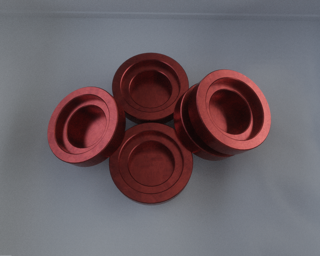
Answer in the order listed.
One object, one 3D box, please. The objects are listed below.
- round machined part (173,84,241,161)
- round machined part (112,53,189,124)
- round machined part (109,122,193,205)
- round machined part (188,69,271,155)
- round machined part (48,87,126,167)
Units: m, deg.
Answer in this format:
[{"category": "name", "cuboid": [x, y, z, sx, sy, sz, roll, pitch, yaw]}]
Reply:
[{"category": "round machined part", "cuboid": [0.061, -0.006, 0.390, 0.099, 0.042, 0.098, 8, 68, -21]}, {"category": "round machined part", "cuboid": [-0.012, -0.048, 0.416, 0.099, 0.042, 0.098, 0, 70, 0]}, {"category": "round machined part", "cuboid": [-0.010, 0.045, 0.381, 0.099, 0.042, 0.098, 0, 70, 0]}, {"category": "round machined part", "cuboid": [0.077, -0.016, 0.364, 0.099, 0.042, 0.098, 8, 68, -21]}, {"category": "round machined part", "cuboid": [-0.086, 0.001, 0.387, 0.098, 0.042, 0.098, -7, 68, 19]}]
